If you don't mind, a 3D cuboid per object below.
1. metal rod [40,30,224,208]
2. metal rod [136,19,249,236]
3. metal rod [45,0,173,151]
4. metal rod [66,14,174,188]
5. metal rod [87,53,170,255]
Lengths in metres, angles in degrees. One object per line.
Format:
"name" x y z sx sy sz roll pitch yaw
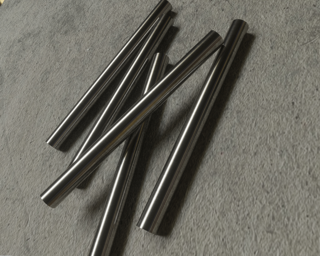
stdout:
"metal rod" -0.032 -0.015 0.396 0.300 0.025 0.025 -45 51 -5
"metal rod" 0.048 -0.015 0.387 0.025 0.025 0.300 14 69 34
"metal rod" -0.077 -0.091 0.500 0.025 0.025 0.300 29 77 37
"metal rod" -0.057 -0.050 0.464 0.025 0.025 0.300 17 70 35
"metal rod" -0.035 0.026 0.406 0.025 0.025 0.300 2 62 29
